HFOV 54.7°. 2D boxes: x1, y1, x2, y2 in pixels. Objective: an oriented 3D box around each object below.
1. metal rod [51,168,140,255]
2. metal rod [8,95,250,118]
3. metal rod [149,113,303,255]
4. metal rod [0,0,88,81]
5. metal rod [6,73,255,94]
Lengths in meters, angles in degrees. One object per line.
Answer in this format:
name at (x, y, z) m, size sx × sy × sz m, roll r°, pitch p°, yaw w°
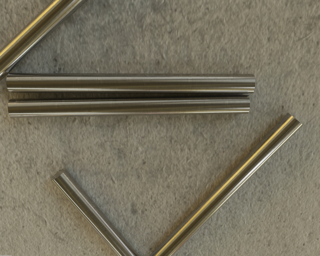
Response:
metal rod at (-0.061, 0.182, 0.475) m, size 0.025 × 0.025 × 0.299 m, roll -31°, pitch 108°, yaw 10°
metal rod at (-0.038, -0.028, 0.398) m, size 0.302 × 0.025 × 0.025 m, roll -1°, pitch 110°, yaw 0°
metal rod at (0.086, 0.098, 0.447) m, size 0.025 × 0.025 × 0.299 m, roll 36°, pitch 106°, yaw -13°
metal rod at (-0.101, -0.147, 0.353) m, size 0.300 × 0.025 × 0.025 m, roll -37°, pitch 106°, yaw 12°
metal rod at (-0.035, -0.056, 0.388) m, size 0.302 × 0.025 × 0.025 m, roll 0°, pitch 110°, yaw -1°
